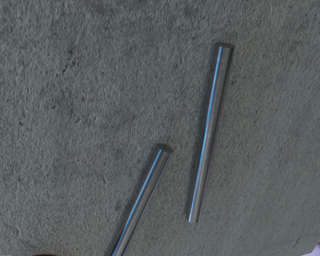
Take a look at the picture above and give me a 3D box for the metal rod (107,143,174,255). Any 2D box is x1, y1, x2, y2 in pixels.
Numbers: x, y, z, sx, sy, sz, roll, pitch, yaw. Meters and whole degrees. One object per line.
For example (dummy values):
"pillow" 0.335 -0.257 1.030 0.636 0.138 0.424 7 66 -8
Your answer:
"metal rod" -0.050 0.156 0.476 0.025 0.025 0.298 11 113 -33

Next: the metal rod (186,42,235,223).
"metal rod" 0.069 0.025 0.460 0.025 0.025 0.298 -9 123 -24
